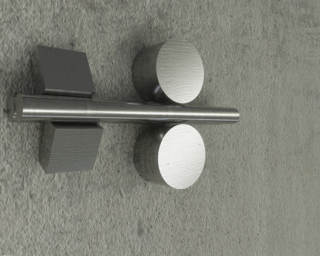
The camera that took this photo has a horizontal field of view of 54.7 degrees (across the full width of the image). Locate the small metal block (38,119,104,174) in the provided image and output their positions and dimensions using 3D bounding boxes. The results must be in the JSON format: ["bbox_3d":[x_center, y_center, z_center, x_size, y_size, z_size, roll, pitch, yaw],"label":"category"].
[{"bbox_3d":[-0.091,0.017,0.317,0.050,0.025,0.050,1,116,-41],"label":"small metal block"}]

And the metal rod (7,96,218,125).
[{"bbox_3d":[-0.024,-0.017,0.386,0.302,0.025,0.025,0,90,-40],"label":"metal rod"}]

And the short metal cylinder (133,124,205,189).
[{"bbox_3d":[0.013,0.035,0.400,0.081,0.050,0.079,0,90,-40],"label":"short metal cylinder"}]

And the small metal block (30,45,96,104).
[{"bbox_3d":[-0.098,-0.052,0.312,0.050,0.025,0.050,0,63,-40],"label":"small metal block"}]

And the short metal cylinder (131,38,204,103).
[{"bbox_3d":[0.011,-0.070,0.398,0.081,0.050,0.079,0,90,-40],"label":"short metal cylinder"}]

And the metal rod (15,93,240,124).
[{"bbox_3d":[-0.007,-0.018,0.368,0.302,0.025,0.025,0,90,-40],"label":"metal rod"}]
